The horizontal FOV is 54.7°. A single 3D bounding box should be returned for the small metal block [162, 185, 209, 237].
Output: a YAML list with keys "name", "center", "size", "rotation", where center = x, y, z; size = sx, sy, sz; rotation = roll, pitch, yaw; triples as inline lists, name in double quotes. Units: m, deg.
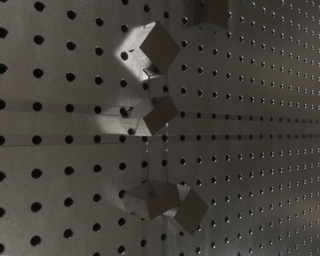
- name: "small metal block"
  center: [0.037, 0.118, 0.443]
  size: [0.050, 0.025, 0.050]
  rotation: [51, 60, -28]

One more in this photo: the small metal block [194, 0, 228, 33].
- name: "small metal block"
  center: [0.079, -0.180, 0.478]
  size: [0.050, 0.025, 0.050]
  rotation: [1, 90, -40]

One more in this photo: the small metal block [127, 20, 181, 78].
- name: "small metal block"
  center: [-0.007, -0.102, 0.405]
  size: [0.050, 0.025, 0.050]
  rotation: [45, 63, -31]

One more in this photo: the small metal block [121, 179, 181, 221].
- name: "small metal block"
  center: [-0.011, 0.088, 0.386]
  size: [0.050, 0.050, 0.025]
  rotation: [-19, 103, -39]

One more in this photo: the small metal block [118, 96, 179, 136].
- name: "small metal block"
  center: [-0.014, -0.015, 0.383]
  size: [0.050, 0.050, 0.025]
  rotation: [-41, 116, -32]
